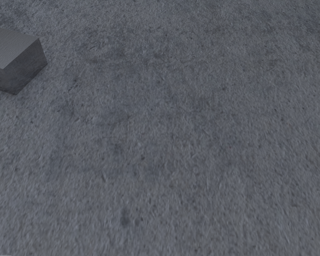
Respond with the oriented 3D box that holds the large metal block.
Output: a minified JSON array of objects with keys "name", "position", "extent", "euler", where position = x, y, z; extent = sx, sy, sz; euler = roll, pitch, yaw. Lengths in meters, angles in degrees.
[{"name":"large metal block","position":[-0.235,-0.104,0.471],"extent":[0.080,0.050,0.080],"euler":[17,52,13]}]
